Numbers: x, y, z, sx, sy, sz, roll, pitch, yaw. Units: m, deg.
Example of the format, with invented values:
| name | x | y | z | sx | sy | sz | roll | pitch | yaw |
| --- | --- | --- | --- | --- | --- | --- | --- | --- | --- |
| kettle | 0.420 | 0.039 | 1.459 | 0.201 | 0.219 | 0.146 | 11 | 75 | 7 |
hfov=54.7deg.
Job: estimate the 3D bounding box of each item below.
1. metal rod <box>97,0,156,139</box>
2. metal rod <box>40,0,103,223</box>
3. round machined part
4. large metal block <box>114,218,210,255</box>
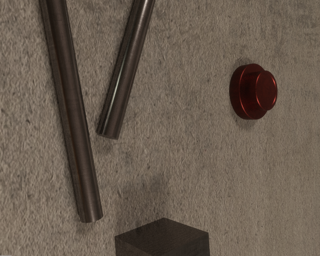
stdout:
| name | x | y | z | sx | sy | sz | roll | pitch | yaw |
| --- | --- | --- | --- | --- | --- | --- | --- | --- | --- |
| metal rod | -0.025 | -0.132 | 0.384 | 0.025 | 0.025 | 0.299 | 23 | 76 | -38 |
| metal rod | -0.096 | -0.047 | 0.324 | 0.025 | 0.025 | 0.298 | -14 | 99 | -39 |
| round machined part | 0.168 | -0.063 | 0.538 | 0.099 | 0.042 | 0.097 | 0 | 90 | -40 |
| large metal block | 0.003 | 0.153 | 0.374 | 0.081 | 0.080 | 0.050 | -8 | 95 | -40 |
